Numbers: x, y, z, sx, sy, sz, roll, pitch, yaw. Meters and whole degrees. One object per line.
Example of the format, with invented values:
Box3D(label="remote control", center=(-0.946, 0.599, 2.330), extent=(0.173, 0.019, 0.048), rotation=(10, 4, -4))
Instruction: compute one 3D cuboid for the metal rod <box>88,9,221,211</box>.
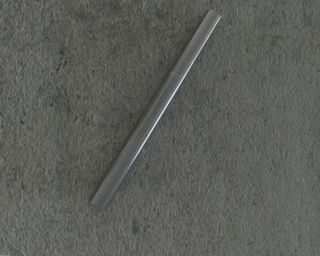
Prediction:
Box3D(label="metal rod", center=(-0.001, -0.031, 0.408), extent=(0.025, 0.025, 0.300), rotation=(34, 79, -17))
